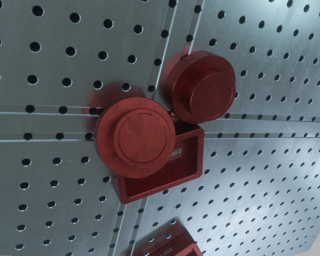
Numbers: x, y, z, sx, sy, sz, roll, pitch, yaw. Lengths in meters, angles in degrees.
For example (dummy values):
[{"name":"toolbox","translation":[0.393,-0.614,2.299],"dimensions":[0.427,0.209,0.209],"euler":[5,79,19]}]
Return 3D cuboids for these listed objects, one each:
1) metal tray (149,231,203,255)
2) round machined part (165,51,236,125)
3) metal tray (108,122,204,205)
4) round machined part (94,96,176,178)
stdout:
[{"name":"metal tray","translation":[0.017,0.261,0.580],"dimensions":[0.131,0.030,0.090],"euler":[-32,129,-8]},{"name":"round machined part","translation":[0.059,-0.047,0.405],"dimensions":[0.099,0.042,0.097],"euler":[-14,124,-21]},{"name":"metal tray","translation":[-0.002,0.047,0.437],"dimensions":[0.131,0.030,0.089],"euler":[-16,125,-20]},{"name":"round machined part","translation":[-0.026,0.011,0.367],"dimensions":[0.099,0.042,0.097],"euler":[0,91,-21]}]
